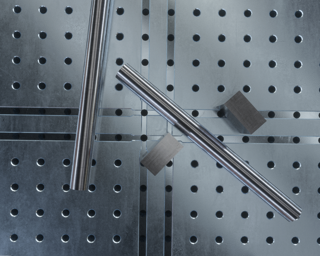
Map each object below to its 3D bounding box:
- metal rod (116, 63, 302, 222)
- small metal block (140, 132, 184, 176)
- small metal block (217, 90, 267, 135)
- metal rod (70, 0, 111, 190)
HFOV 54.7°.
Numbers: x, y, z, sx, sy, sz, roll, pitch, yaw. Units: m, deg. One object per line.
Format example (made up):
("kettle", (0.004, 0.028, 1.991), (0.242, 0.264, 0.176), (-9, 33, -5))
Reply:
("metal rod", (0.065, 0.019, 0.413), (0.300, 0.025, 0.025), (40, 90, 0))
("small metal block", (0.002, 0.032, 0.401), (0.025, 0.050, 0.050), (44, 90, 0))
("small metal block", (0.104, -0.019, 0.401), (0.025, 0.050, 0.050), (-42, 90, 0))
("metal rod", (-0.090, -0.068, 0.412), (0.025, 0.025, 0.298), (7, 90, 0))
